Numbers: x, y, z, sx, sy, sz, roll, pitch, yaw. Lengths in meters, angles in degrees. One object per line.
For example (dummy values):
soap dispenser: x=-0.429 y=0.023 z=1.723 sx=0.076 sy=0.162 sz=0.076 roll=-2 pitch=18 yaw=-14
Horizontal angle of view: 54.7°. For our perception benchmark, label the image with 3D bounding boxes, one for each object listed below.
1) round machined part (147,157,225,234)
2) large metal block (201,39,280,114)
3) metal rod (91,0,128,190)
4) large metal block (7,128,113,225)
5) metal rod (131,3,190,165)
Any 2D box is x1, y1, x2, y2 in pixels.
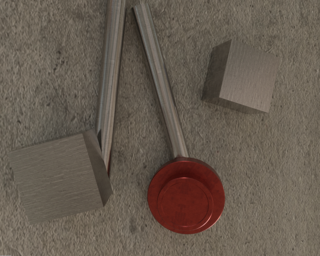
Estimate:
round machined part: x=0.032 y=0.089 z=0.392 sx=0.099 sy=0.042 sz=0.097 roll=1 pitch=98 yaw=7
large metal block: x=0.113 y=-0.069 z=0.439 sx=0.081 sy=0.050 sz=0.080 roll=15 pitch=85 yaw=-20
metal rod: x=-0.061 y=-0.075 z=0.386 sx=0.025 sy=0.025 sz=0.298 roll=6 pitch=88 yaw=-20
large metal block: x=-0.106 y=0.051 z=0.342 sx=0.080 sy=0.050 sz=0.080 roll=-14 pitch=96 yaw=3
metal rod: x=0.014 y=-0.013 z=0.415 sx=0.025 sy=0.025 sz=0.298 roll=-17 pitch=96 yaw=-20
